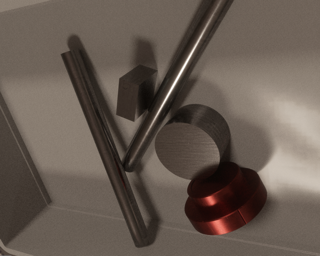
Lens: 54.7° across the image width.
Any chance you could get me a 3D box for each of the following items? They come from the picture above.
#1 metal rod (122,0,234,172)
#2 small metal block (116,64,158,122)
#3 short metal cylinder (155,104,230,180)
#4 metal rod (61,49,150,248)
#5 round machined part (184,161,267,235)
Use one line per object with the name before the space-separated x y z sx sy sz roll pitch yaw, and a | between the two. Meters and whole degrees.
metal rod | 0.011 -0.044 0.374 0.025 0.025 0.298 34 129 5
small metal block | -0.028 -0.043 0.379 0.025 0.050 0.050 22 126 15
short metal cylinder | 0.041 0.017 0.381 0.080 0.050 0.079 13 124 20
metal rod | -0.072 0.037 0.441 0.025 0.025 0.298 -10 105 32
round machined part | 0.072 0.077 0.370 0.098 0.098 0.042 -21 107 35
